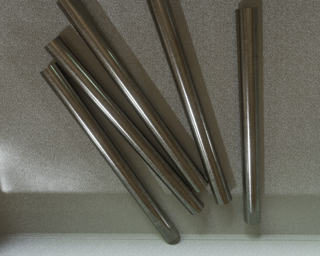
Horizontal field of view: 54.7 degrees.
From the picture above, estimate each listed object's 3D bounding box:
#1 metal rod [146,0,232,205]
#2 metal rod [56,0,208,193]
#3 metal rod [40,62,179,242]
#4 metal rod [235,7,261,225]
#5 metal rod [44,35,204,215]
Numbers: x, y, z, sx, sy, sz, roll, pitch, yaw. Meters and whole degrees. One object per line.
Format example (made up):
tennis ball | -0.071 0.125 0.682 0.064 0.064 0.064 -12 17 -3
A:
metal rod | 0.043 -0.028 0.401 0.025 0.025 0.298 -19 109 6
metal rod | -0.025 -0.033 0.398 0.025 0.025 0.299 -32 107 11
metal rod | -0.060 0.045 0.426 0.025 0.025 0.299 -30 108 10
metal rod | 0.120 -0.001 0.412 0.025 0.025 0.298 -7 110 2
metal rod | -0.037 0.008 0.413 0.025 0.025 0.300 -36 107 12
